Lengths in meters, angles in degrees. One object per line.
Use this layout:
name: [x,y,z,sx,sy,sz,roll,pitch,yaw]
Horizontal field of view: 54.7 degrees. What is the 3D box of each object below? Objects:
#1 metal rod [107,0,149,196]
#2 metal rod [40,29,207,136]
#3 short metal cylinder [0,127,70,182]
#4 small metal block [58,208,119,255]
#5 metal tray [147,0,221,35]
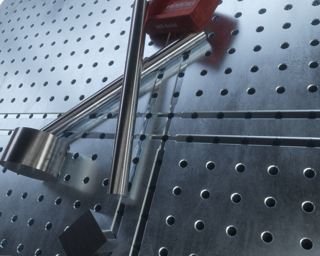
metal rod: [-0.041,-0.056,0.436,0.025,0.025,0.299,-5,67,25]
metal rod: [-0.063,-0.064,0.478,0.300,0.025,0.025,-32,52,6]
short metal cylinder: [-0.176,0.039,0.439,0.080,0.080,0.050,0,62,28]
small metal block: [-0.085,0.134,0.369,0.050,0.025,0.050,-43,51,-2]
metal tray: [0.032,-0.193,0.484,0.130,0.030,0.090,15,68,48]
